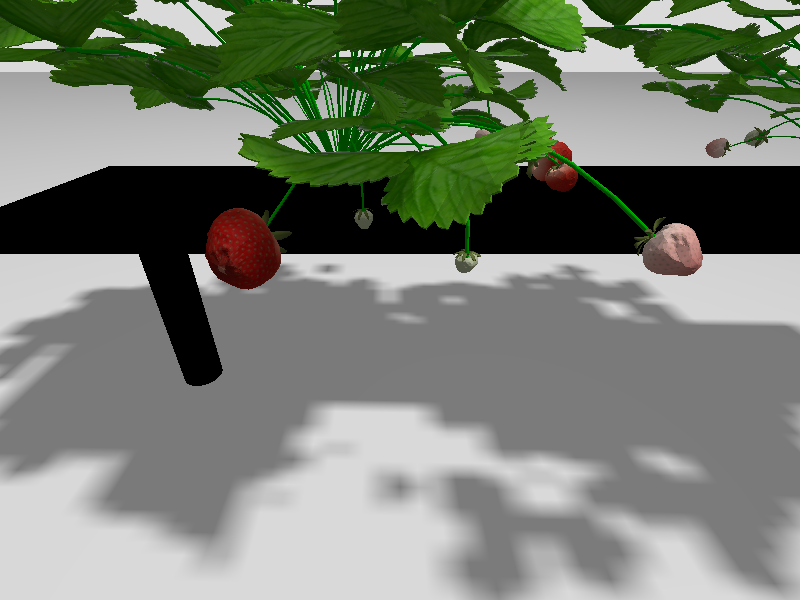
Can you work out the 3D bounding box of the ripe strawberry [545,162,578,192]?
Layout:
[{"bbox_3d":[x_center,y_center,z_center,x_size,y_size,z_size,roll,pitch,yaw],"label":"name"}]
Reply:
[{"bbox_3d":[0.130,-0.097,0.319,0.024,0.023,0.022,-29,22,24],"label":"ripe strawberry"}]

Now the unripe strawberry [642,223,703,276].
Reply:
[{"bbox_3d":[0.133,-0.023,0.194,0.028,0.025,0.026,-29,62,-39],"label":"unripe strawberry"}]

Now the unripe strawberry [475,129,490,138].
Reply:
[{"bbox_3d":[0.100,-0.189,0.470,0.021,0.025,0.025,-27,40,-37],"label":"unripe strawberry"}]

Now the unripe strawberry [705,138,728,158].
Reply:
[{"bbox_3d":[0.343,-0.165,0.434,0.017,0.020,0.019,-15,29,-24],"label":"unripe strawberry"}]

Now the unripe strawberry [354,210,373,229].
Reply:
[{"bbox_3d":[-0.021,-0.047,0.234,0.011,0.011,0.010,-7,32,-11],"label":"unripe strawberry"}]

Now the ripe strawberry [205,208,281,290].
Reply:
[{"bbox_3d":[-0.073,-0.022,0.181,0.032,0.036,0.035,4,32,6],"label":"ripe strawberry"}]

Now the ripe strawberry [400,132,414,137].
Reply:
[{"bbox_3d":[0.014,-0.240,0.544,0.031,0.035,0.033,8,14,13],"label":"ripe strawberry"}]

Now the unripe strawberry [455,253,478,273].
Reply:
[{"bbox_3d":[0.031,-0.017,0.187,0.011,0.010,0.010,-13,34,-20],"label":"unripe strawberry"}]

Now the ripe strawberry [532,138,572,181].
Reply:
[{"bbox_3d":[0.131,-0.121,0.346,0.034,0.035,0.031,-1,31,-3],"label":"ripe strawberry"}]

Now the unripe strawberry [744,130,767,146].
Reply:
[{"bbox_3d":[0.431,-0.196,0.486,0.021,0.019,0.019,5,5,9],"label":"unripe strawberry"}]
